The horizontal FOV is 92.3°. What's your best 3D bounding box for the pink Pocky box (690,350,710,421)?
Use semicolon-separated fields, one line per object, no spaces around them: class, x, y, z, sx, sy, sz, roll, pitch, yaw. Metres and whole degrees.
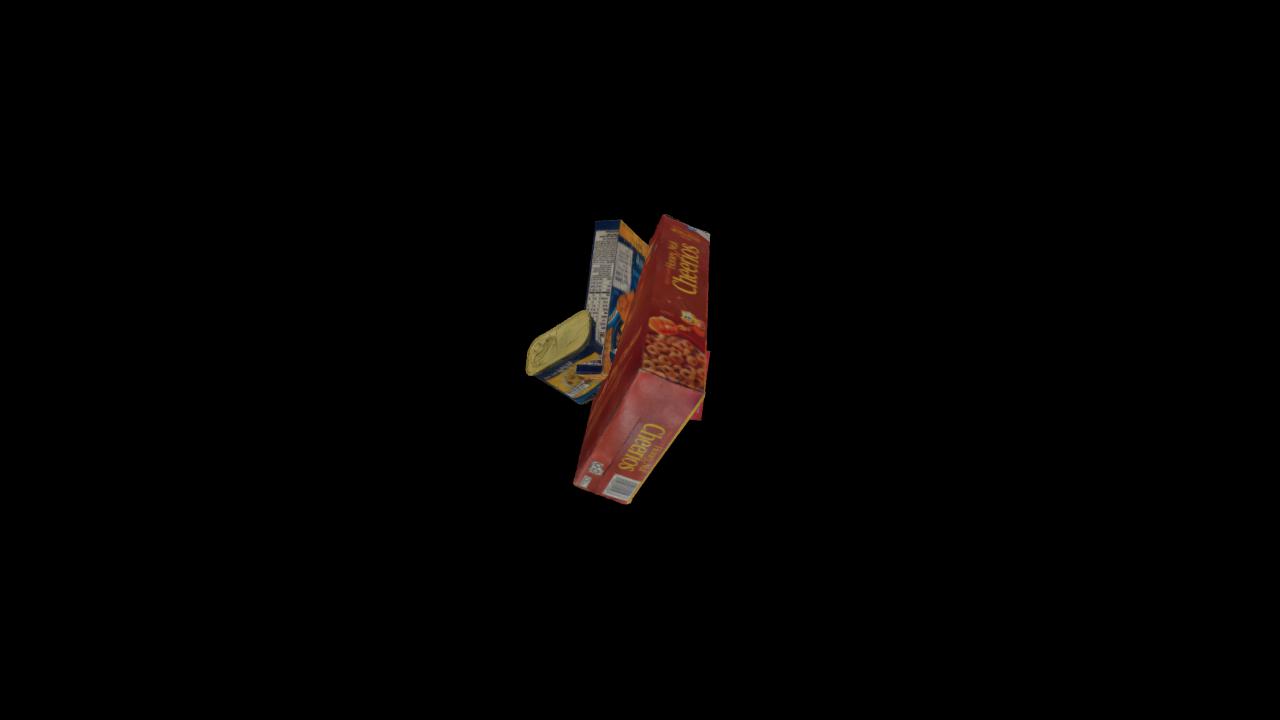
pink Pocky box;0.012;0.025;0.752;0.155;0.084;0.029;3;-7;41

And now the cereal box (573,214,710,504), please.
cereal box;0.009;-0.012;0.738;0.081;0.203;0.306;21;40;-10

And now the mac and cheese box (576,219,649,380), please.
mac and cheese box;-0.030;-0.064;0.734;0.041;0.184;0.093;2;-10;22

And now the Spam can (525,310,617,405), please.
Spam can;-0.068;0.000;0.719;0.101;0.058;0.085;-28;-46;29
